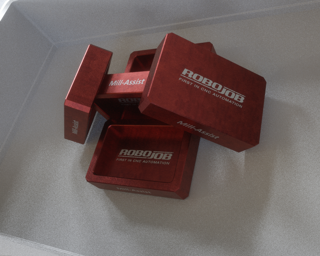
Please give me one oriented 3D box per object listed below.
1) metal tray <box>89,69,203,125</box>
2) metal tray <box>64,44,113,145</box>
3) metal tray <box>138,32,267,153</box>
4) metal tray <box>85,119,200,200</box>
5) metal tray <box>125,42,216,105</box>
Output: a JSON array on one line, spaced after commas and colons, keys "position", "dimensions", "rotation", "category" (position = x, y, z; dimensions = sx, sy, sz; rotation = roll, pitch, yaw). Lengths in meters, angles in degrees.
[{"position": [-0.020, -0.032, 0.392], "dimensions": [0.130, 0.090, 0.030], "rotation": [1, 62, 28], "category": "metal tray"}, {"position": [-0.100, -0.040, 0.422], "dimensions": [0.030, 0.129, 0.090], "rotation": [19, 65, -9], "category": "metal tray"}, {"position": [0.051, -0.037, 0.341], "dimensions": [0.030, 0.131, 0.090], "rotation": [-40, 31, 61], "category": "metal tray"}, {"position": [-0.022, 0.035, 0.388], "dimensions": [0.130, 0.030, 0.090], "rotation": [1, 62, 28], "category": "metal tray"}, {"position": [0.010, -0.071, 0.439], "dimensions": [0.130, 0.030, 0.090], "rotation": [0, 62, 27], "category": "metal tray"}]
